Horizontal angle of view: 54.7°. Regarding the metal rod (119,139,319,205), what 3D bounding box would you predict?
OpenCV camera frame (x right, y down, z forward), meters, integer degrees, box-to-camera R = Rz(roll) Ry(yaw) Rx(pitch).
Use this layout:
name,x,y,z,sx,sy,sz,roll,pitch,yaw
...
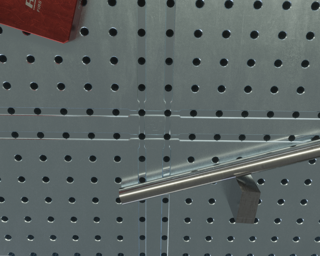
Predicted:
name,x,y,z,sx,sy,sz,roll,pitch,yaw
metal rod,0.090,0.062,0.437,0.301,0.025,0.025,-14,110,4

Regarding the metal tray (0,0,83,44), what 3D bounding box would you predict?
name,x,y,z,sx,sy,sz,roll,pitch,yaw
metal tray,-0.130,-0.171,0.346,0.091,0.030,0.129,17,109,-7

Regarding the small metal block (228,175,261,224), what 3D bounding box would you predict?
name,x,y,z,sx,sy,sz,roll,pitch,yaw
small metal block,0.118,0.099,0.438,0.025,0.050,0.050,4,110,-2
